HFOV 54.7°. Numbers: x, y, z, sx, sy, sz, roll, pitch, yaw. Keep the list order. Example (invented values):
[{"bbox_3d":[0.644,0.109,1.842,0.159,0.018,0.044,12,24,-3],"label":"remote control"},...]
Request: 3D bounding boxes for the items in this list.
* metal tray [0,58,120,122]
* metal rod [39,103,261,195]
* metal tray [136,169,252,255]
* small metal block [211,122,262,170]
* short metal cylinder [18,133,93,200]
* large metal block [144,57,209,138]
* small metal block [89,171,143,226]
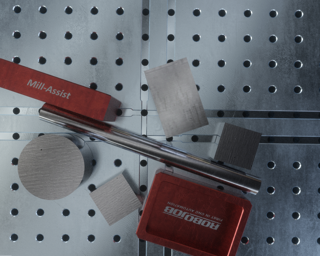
[{"bbox_3d":[-0.120,-0.042,0.379,0.131,0.090,0.030,19,90,0],"label":"metal tray"},{"bbox_3d":[-0.012,0.028,0.413,0.301,0.025,0.025,19,90,0],"label":"metal rod"},{"bbox_3d":[0.044,0.117,0.411,0.131,0.030,0.090,18,90,0],"label":"metal tray"},{"bbox_3d":[0.101,0.024,0.414,0.050,0.025,0.050,17,90,0],"label":"small metal block"},{"bbox_3d":[-0.132,0.047,0.399,0.081,0.050,0.080,0,90,0],"label":"short metal cylinder"},{"bbox_3d":[0.019,-0.034,0.387,0.050,0.080,0.080,-19,90,0],"label":"large metal block"},{"bbox_3d":[-0.057,0.093,0.413,0.050,0.025,0.050,-32,90,0],"label":"small metal block"}]
